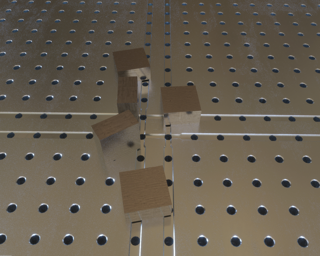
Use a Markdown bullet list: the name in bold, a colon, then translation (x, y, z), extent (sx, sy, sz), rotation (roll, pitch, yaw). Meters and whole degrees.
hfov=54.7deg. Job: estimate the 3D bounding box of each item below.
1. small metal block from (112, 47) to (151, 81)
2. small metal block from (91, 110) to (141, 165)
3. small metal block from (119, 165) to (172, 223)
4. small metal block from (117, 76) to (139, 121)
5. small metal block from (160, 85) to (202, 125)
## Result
- **small metal block**: translation (-0.045, -0.099, 0.490), extent (0.050, 0.025, 0.050), rotation (-11, 51, -10)
- **small metal block**: translation (-0.053, 0.011, 0.381), extent (0.050, 0.050, 0.025), rotation (-25, 55, -20)
- **small metal block**: translation (-0.017, 0.073, 0.346), extent (0.050, 0.025, 0.050), rotation (-8, 51, -7)
- **small metal block**: translation (-0.042, -0.034, 0.420), extent (0.025, 0.050, 0.050), rotation (-2, 50, -2)
- **small metal block**: translation (0.028, -0.033, 0.435), extent (0.050, 0.025, 0.050), rotation (-4, 50, -4)
